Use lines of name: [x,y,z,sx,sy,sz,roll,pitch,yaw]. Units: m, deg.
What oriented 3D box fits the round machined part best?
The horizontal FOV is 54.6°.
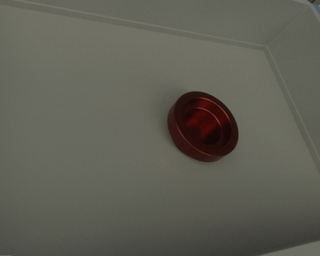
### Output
round machined part: [0.054,0.002,0.422,0.099,0.042,0.098,13,56,-21]
